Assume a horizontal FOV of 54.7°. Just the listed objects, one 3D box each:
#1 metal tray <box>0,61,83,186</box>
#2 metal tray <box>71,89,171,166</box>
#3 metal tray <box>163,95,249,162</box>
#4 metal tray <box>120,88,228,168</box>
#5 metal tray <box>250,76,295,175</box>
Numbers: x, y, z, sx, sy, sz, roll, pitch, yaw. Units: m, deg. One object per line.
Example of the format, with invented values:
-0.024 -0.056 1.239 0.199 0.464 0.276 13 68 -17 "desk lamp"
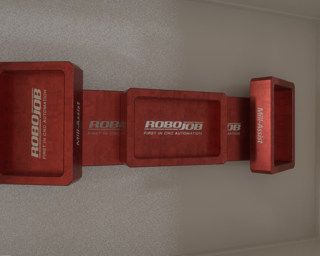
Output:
-0.133 -0.005 0.338 0.090 0.030 0.129 1 90 5 "metal tray"
-0.052 0.000 0.388 0.131 0.030 0.089 0 90 -20 "metal tray"
0.071 0.001 0.433 0.131 0.030 0.089 0 90 -20 "metal tray"
0.019 0.000 0.381 0.131 0.030 0.089 1 89 -20 "metal tray"
0.164 -0.004 0.446 0.091 0.030 0.129 0 90 -48 "metal tray"
